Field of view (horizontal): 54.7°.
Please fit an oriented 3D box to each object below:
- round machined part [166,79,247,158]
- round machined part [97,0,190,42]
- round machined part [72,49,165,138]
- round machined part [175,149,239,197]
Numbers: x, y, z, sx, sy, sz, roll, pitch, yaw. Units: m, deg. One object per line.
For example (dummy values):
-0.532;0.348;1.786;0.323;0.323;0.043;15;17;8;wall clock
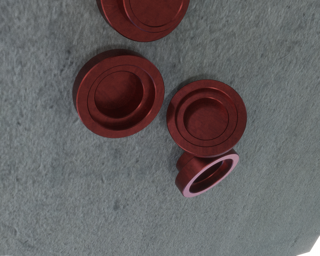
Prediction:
0.060;-0.010;0.401;0.098;0.098;0.042;-40;165;-2;round machined part
-0.011;-0.134;0.308;0.099;0.042;0.097;-14;125;-21;round machined part
-0.048;-0.041;0.346;0.099;0.042;0.097;-14;125;-21;round machined part
0.063;0.055;0.453;0.099;0.042;0.098;-26;149;-17;round machined part
